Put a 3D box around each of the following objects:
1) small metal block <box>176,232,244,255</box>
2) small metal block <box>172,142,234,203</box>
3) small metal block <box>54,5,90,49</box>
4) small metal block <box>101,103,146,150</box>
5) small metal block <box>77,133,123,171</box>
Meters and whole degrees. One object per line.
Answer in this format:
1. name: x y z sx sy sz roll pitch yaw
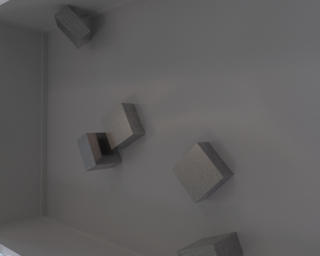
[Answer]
1. small metal block: 0.056 0.139 0.344 0.050 0.050 0.025 -28 73 36
2. small metal block: 0.049 0.052 0.366 0.050 0.025 0.050 -50 61 28
3. small metal block: -0.138 -0.158 0.490 0.025 0.050 0.050 -43 99 -10
4. small metal block: -0.054 -0.002 0.452 0.050 0.025 0.050 -35 69 34
5. small metal block: -0.090 0.035 0.465 0.025 0.050 0.050 -33 70 35
